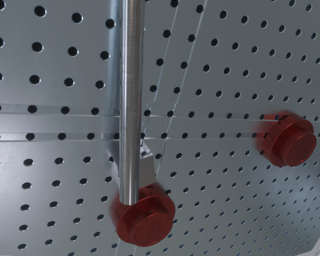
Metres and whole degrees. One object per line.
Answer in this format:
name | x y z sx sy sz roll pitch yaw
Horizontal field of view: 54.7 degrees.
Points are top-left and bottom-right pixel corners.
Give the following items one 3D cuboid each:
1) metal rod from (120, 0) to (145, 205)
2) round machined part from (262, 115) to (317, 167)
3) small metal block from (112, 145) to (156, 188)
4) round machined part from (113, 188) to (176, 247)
metal rod | -0.033 -0.042 0.348 0.025 0.025 0.298 -8 116 -24
round machined part | 0.234 0.029 0.546 0.099 0.042 0.097 -14 124 -21
small metal block | -0.035 0.057 0.427 0.050 0.025 0.050 -17 125 -19
round machined part | -0.019 0.144 0.479 0.099 0.042 0.097 -14 124 -21
